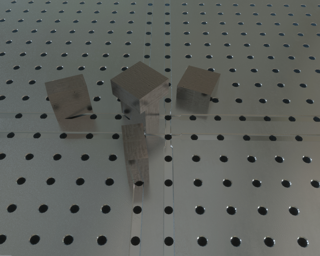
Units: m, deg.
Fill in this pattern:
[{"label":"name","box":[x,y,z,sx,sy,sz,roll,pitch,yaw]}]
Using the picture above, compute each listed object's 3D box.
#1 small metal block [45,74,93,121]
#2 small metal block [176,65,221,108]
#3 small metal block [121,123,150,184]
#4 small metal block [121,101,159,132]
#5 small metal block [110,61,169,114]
[{"label":"small metal block","box":[-0.124,-0.042,0.425,0.050,0.050,0.025,-17,52,-14]},{"label":"small metal block","box":[0.057,-0.063,0.461,0.050,0.025,0.050,18,52,14]},{"label":"small metal block","box":[-0.029,0.030,0.366,0.025,0.050,0.050,-7,51,-6]},{"label":"small metal block","box":[-0.028,-0.031,0.417,0.050,0.050,0.025,37,59,27]},{"label":"small metal block","box":[-0.025,-0.051,0.386,0.050,0.025,0.050,36,58,26]}]
